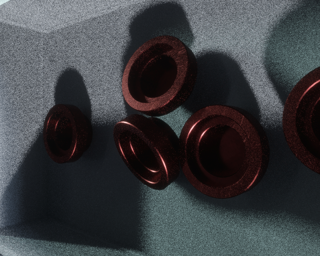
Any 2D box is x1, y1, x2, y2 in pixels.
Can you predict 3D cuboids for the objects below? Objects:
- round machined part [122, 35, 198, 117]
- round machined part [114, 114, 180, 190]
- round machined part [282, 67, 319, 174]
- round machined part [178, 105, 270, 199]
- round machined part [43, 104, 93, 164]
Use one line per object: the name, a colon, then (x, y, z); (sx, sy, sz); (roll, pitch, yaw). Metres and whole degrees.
round machined part: (0.004, -0.060, 0.382); (0.098, 0.042, 0.098); (-13, 67, 33)
round machined part: (-0.011, 0.025, 0.386); (0.098, 0.042, 0.097); (34, 143, 31)
round machined part: (0.161, -0.006, 0.262); (0.098, 0.042, 0.097); (0, 90, 41)
round machined part: (0.071, 0.024, 0.337); (0.098, 0.042, 0.097); (0, 90, 40)
round machined part: (-0.151, 0.009, 0.521); (0.098, 0.042, 0.097); (0, 90, 40)
